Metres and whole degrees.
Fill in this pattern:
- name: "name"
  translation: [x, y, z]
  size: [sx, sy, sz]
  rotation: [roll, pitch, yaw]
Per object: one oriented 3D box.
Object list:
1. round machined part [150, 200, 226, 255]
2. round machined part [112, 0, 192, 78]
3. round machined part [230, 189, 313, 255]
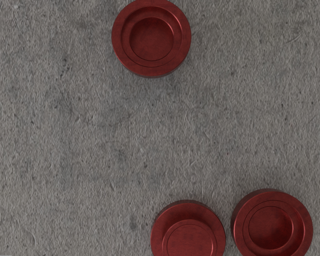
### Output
- name: "round machined part"
  translation: [0.037, 0.146, 0.402]
  size: [0.099, 0.042, 0.097]
  rotation: [0, 90, 0]
- name: "round machined part"
  translation: [-0.010, -0.113, 0.401]
  size: [0.099, 0.042, 0.097]
  rotation: [0, 90, 0]
- name: "round machined part"
  translation: [0.140, 0.127, 0.402]
  size: [0.099, 0.042, 0.097]
  rotation: [0, 90, 0]
